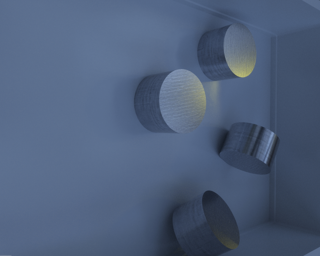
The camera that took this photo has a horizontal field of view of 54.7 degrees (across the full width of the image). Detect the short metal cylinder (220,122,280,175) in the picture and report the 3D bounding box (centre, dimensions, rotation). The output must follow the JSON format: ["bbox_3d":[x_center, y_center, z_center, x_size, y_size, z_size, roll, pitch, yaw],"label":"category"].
[{"bbox_3d":[0.141,0.033,0.489,0.080,0.080,0.050,39,67,-33],"label":"short metal cylinder"}]

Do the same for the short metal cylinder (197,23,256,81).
[{"bbox_3d":[0.104,-0.115,0.477,0.081,0.050,0.080,0,90,-40],"label":"short metal cylinder"}]

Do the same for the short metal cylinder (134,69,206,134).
[{"bbox_3d":[0.014,-0.033,0.402,0.081,0.050,0.080,0,90,-40],"label":"short metal cylinder"}]

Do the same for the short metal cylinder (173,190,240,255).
[{"bbox_3d":[0.063,0.132,0.418,0.080,0.050,0.080,39,30,-28],"label":"short metal cylinder"}]
